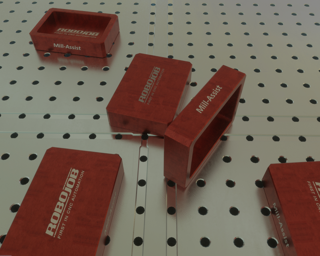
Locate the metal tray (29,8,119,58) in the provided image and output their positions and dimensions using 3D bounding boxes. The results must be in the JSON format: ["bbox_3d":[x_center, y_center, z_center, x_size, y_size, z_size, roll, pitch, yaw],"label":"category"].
[{"bbox_3d":[-0.147,-0.170,0.546,0.131,0.030,0.090,8,50,7],"label":"metal tray"}]

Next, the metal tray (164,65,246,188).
[{"bbox_3d":[0.053,-0.003,0.368,0.030,0.090,0.131,28,55,21],"label":"metal tray"}]

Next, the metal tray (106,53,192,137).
[{"bbox_3d":[-0.011,-0.052,0.448,0.090,0.030,0.130,12,51,10],"label":"metal tray"}]

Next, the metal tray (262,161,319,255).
[{"bbox_3d":[0.170,0.097,0.324,0.091,0.030,0.130,-3,50,-3],"label":"metal tray"}]

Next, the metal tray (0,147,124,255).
[{"bbox_3d":[-0.097,0.085,0.333,0.090,0.030,0.130,6,50,5],"label":"metal tray"}]
